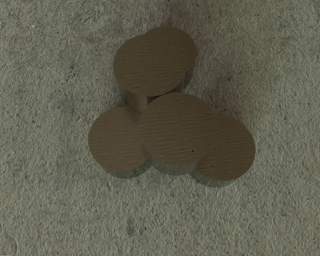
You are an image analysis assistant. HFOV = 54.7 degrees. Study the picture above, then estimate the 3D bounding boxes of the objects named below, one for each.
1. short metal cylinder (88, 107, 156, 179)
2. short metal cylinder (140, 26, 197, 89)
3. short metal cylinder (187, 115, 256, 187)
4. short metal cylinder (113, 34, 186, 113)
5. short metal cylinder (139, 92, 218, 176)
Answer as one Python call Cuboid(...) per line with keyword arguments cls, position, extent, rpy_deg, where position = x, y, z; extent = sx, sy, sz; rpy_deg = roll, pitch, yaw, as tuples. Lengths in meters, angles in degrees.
Cuboid(cls="short metal cylinder", position=(-0.044, 0.020, 0.388), extent=(0.081, 0.050, 0.080), rpy_deg=(0, 70, 0))
Cuboid(cls="short metal cylinder", position=(0.008, -0.092, 0.430), extent=(0.081, 0.050, 0.080), rpy_deg=(0, 70, 0))
Cuboid(cls="short metal cylinder", position=(0.071, 0.030, 0.385), extent=(0.081, 0.050, 0.080), rpy_deg=(0, 70, 0))
Cuboid(cls="short metal cylinder", position=(-0.011, -0.062, 0.365), extent=(0.080, 0.050, 0.080), rpy_deg=(0, 70, 0))
Cuboid(cls="short metal cylinder", position=(0.019, 0.008, 0.339), extent=(0.081, 0.050, 0.080), rpy_deg=(0, 70, -1))
